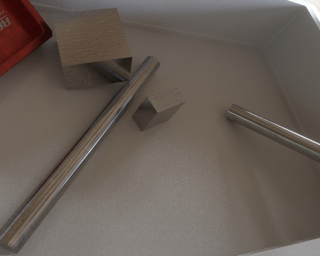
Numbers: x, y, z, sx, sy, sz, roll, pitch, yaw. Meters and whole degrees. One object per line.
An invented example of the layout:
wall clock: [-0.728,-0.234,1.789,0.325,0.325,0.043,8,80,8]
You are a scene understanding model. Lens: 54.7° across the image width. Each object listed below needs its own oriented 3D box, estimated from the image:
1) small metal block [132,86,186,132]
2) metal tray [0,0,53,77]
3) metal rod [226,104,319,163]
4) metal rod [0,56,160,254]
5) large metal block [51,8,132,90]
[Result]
small metal block: [-0.002,-0.025,0.405,0.050,0.050,0.025,-25,76,-37]
metal tray: [-0.192,-0.105,0.336,0.090,0.030,0.130,56,45,-28]
metal rod: [0.231,0.040,0.428,0.300,0.025,0.025,29,47,23]
metal rod: [-0.073,0.004,0.364,0.025,0.025,0.301,36,51,-5]
large metal block: [-0.086,-0.101,0.392,0.081,0.050,0.080,-12,67,-15]
